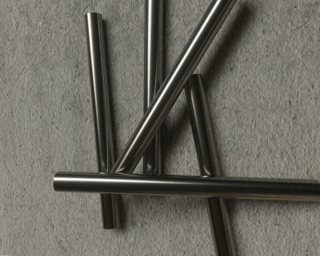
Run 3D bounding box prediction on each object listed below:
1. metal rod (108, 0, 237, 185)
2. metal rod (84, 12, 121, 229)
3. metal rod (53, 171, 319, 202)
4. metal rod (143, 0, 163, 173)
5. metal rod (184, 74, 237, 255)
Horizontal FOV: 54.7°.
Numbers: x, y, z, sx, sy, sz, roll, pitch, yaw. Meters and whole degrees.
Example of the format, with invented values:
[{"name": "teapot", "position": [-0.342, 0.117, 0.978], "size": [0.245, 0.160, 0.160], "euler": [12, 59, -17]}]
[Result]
[{"name": "metal rod", "position": [0.015, -0.049, 0.377], "size": [0.025, 0.025, 0.299], "euler": [34, 99, 16]}, {"name": "metal rod", "position": [-0.081, -0.011, 0.436], "size": [0.025, 0.025, 0.298], "euler": [-6, 88, 19]}, {"name": "metal rod", "position": [0.026, 0.068, 0.363], "size": [0.302, 0.025, 0.025], "euler": [1, 90, 6]}, {"name": "metal rod", "position": [-0.009, -0.071, 0.411], "size": [0.025, 0.025, 0.298], "euler": [1, 90, 19]}, {"name": "metal rod", "position": [0.067, 0.081, 0.384], "size": [0.025, 0.025, 0.298], "euler": [-12, 86, 19]}]
